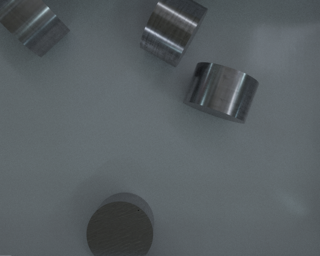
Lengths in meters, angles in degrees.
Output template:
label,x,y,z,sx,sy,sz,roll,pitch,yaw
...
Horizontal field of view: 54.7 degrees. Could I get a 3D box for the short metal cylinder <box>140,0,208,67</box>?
label,x,y,z,sx,sy,sz,roll,pitch,yaw
short metal cylinder,0.017,-0.123,0.384,0.050,0.080,0.080,30,90,0

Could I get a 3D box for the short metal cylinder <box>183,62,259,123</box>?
label,x,y,z,sx,sy,sz,roll,pitch,yaw
short metal cylinder,0.075,-0.042,0.384,0.080,0.080,0.050,20,90,0

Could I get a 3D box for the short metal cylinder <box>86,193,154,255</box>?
label,x,y,z,sx,sy,sz,roll,pitch,yaw
short metal cylinder,-0.048,0.128,0.398,0.081,0.050,0.080,0,90,0

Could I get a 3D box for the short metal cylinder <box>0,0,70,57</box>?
label,x,y,z,sx,sy,sz,roll,pitch,yaw
short metal cylinder,-0.159,-0.135,0.382,0.050,0.080,0.080,-43,90,0
